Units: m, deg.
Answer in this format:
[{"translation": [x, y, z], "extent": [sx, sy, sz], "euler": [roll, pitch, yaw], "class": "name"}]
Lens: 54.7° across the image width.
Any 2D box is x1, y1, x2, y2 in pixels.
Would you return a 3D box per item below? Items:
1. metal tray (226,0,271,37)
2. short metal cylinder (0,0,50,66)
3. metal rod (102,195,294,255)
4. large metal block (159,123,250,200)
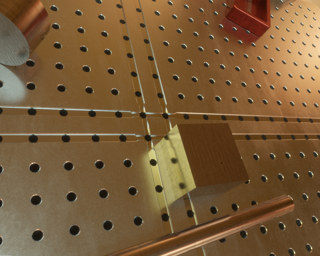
[{"translation": [0.193, -0.266, 0.670], "extent": [0.090, 0.030, 0.130], "euler": [24, 53, -14], "class": "metal tray"}, {"translation": [-0.174, -0.118, 0.351], "extent": [0.080, 0.080, 0.050], "euler": [26, 53, -12], "class": "short metal cylinder"}, {"translation": [0.051, 0.123, 0.360], "extent": [0.303, 0.025, 0.025], "euler": [-7, 65, -31], "class": "metal rod"}, {"translation": [0.055, 0.041, 0.396], "extent": [0.081, 0.050, 0.080], "euler": [-2, 63, -29], "class": "large metal block"}]
